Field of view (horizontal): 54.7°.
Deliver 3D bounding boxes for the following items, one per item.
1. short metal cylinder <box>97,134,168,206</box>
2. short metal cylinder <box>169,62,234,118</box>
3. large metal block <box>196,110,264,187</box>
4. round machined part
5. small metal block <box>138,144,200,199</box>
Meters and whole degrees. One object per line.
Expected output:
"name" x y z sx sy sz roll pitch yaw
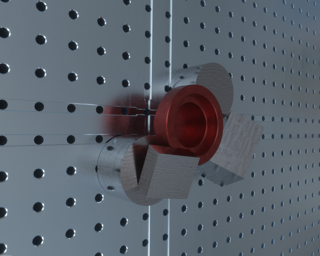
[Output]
"short metal cylinder" -0.027 0.048 0.370 0.081 0.050 0.079 0 90 -40
"short metal cylinder" 0.060 -0.050 0.443 0.081 0.050 0.079 0 90 -40
"large metal block" 0.096 0.032 0.445 0.050 0.080 0.080 28 69 -1
"round machined part" 0.031 -0.003 0.386 0.099 0.042 0.097 0 90 -40
"small metal block" 0.009 0.048 0.335 0.050 0.025 0.050 9 104 -28
